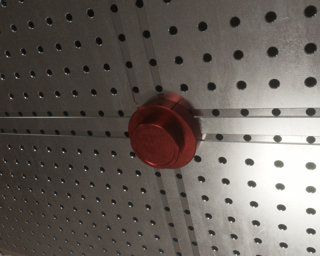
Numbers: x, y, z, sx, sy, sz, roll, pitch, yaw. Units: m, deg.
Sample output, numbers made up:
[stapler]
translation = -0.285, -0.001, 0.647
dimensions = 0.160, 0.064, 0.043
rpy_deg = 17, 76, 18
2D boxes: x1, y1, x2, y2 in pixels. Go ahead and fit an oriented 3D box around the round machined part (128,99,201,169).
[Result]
[round machined part]
translation = 0.001, 0.015, 0.408
dimensions = 0.098, 0.042, 0.097
rpy_deg = 13, 124, 20
